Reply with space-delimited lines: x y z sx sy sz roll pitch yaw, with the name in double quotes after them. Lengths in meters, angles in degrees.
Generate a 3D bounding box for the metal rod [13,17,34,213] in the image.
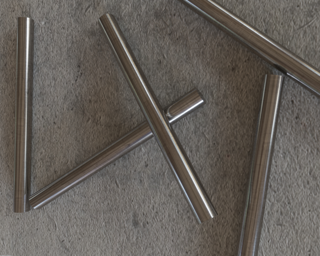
-0.213 -0.020 0.484 0.025 0.025 0.298 2 91 20 "metal rod"

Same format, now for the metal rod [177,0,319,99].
0.132 -0.088 0.362 0.300 0.025 0.025 41 103 15 "metal rod"

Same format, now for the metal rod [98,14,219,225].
-0.011 -0.026 0.387 0.025 0.025 0.299 -33 70 17 "metal rod"

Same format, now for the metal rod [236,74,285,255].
0.113 0.087 0.368 0.025 0.025 0.298 9 93 20 "metal rod"

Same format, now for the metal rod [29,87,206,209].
-0.070 0.036 0.433 0.300 0.025 0.025 -33 80 17 "metal rod"
